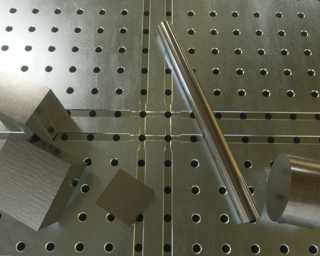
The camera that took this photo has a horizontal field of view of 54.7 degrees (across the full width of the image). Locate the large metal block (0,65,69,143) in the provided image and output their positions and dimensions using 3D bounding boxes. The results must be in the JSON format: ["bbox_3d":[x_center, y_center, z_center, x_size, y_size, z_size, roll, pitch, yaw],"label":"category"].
[{"bbox_3d":[-0.173,-0.028,0.391,0.080,0.080,0.050,26,72,9],"label":"large metal block"}]

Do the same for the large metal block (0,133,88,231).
[{"bbox_3d":[-0.146,0.060,0.364,0.080,0.050,0.080,26,88,8],"label":"large metal block"}]

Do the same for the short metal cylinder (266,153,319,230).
[{"bbox_3d":[0.161,0.072,0.358,0.050,0.080,0.080,11,70,4],"label":"short metal cylinder"}]

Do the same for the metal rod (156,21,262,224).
[{"bbox_3d":[0.058,-0.021,0.420,0.025,0.025,0.299,-19,71,-7],"label":"metal rod"}]

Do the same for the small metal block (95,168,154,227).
[{"bbox_3d":[-0.042,0.086,0.380,0.050,0.025,0.050,31,73,10],"label":"small metal block"}]
